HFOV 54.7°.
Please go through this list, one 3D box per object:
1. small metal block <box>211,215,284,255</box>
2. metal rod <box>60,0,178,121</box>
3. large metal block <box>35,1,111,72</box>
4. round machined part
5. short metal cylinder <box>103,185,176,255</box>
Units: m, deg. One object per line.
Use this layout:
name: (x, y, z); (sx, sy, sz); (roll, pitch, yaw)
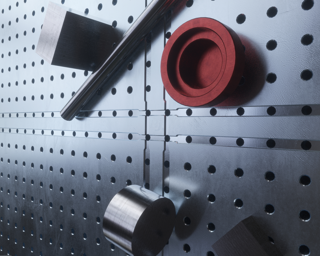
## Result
small metal block: (0.092, 0.132, 0.332); (0.050, 0.025, 0.050); (-52, 60, 27)
metal rod: (-0.066, -0.105, 0.461); (0.299, 0.025, 0.025); (-40, 66, 32)
large metal block: (-0.134, -0.139, 0.481); (0.050, 0.081, 0.079); (37, 112, 33)
round machined part: (0.052, -0.072, 0.354); (0.098, 0.042, 0.097); (0, 90, 39)
short metal cylinder: (-0.025, 0.118, 0.392); (0.050, 0.081, 0.079); (15, 99, 39)
